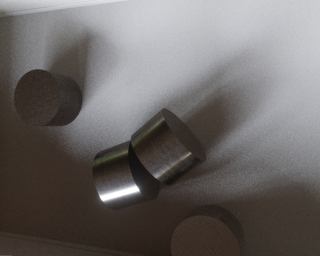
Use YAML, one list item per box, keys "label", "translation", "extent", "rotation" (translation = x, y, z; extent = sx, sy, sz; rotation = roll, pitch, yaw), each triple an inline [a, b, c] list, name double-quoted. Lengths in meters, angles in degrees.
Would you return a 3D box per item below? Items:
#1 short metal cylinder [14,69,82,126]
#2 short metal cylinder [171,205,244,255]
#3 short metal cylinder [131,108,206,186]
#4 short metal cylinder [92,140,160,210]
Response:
- label: "short metal cylinder"
  translation: [-0.163, -0.042, 0.455]
  extent: [0.080, 0.050, 0.080]
  rotation: [0, 90, 20]
- label: "short metal cylinder"
  translation: [0.059, 0.139, 0.376]
  extent: [0.080, 0.050, 0.080]
  rotation: [0, 90, 20]
- label: "short metal cylinder"
  translation: [0.011, 0.023, 0.377]
  extent: [0.050, 0.080, 0.080]
  rotation: [-40, 77, 16]
- label: "short metal cylinder"
  translation: [-0.041, 0.059, 0.396]
  extent: [0.050, 0.080, 0.080]
  rotation: [-21, 83, 19]
